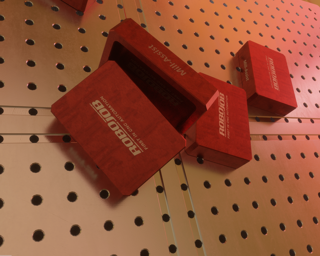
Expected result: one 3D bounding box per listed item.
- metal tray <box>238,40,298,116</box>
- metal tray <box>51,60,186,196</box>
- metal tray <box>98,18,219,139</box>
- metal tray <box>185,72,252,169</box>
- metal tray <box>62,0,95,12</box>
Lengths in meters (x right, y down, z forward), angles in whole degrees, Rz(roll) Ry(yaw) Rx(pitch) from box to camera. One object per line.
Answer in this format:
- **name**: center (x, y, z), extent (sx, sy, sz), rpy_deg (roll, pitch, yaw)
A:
- **metal tray**: center (0.194, -0.092, 0.564), extent (0.091, 0.030, 0.130), rpy_deg (15, 56, -20)
- **metal tray**: center (-0.045, 0.000, 0.351), extent (0.090, 0.030, 0.130), rpy_deg (-41, 86, -7)
- **metal tray**: center (-0.008, -0.051, 0.359), extent (0.130, 0.090, 0.030), rpy_deg (40, 56, 1)
- **metal tray**: center (0.086, -0.013, 0.458), extent (0.091, 0.030, 0.130), rpy_deg (18, 55, -18)
- **metal tray**: center (-0.151, -0.243, 0.471), extent (0.130, 0.030, 0.090), rpy_deg (30, 52, -9)
